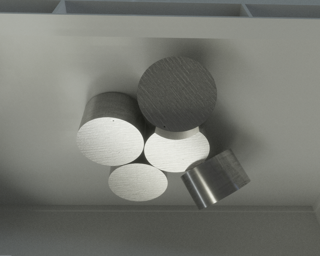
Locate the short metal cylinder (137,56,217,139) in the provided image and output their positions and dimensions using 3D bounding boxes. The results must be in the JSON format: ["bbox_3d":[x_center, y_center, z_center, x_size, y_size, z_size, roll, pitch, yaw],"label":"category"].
[{"bbox_3d":[0.018,-0.030,0.336,0.081,0.080,0.050,-2,169,1],"label":"short metal cylinder"}]

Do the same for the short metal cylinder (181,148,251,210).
[{"bbox_3d":[0.075,0.070,0.424,0.080,0.050,0.080,-28,168,-7],"label":"short metal cylinder"}]

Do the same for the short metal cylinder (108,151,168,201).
[{"bbox_3d":[-0.030,0.059,0.440,0.081,0.050,0.079,0,130,0],"label":"short metal cylinder"}]

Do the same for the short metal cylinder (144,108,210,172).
[{"bbox_3d":[0.021,0.012,0.401,0.081,0.050,0.079,0,130,0],"label":"short metal cylinder"}]

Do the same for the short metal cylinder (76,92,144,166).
[{"bbox_3d":[-0.060,0.002,0.391,0.081,0.050,0.079,0,130,0],"label":"short metal cylinder"}]
